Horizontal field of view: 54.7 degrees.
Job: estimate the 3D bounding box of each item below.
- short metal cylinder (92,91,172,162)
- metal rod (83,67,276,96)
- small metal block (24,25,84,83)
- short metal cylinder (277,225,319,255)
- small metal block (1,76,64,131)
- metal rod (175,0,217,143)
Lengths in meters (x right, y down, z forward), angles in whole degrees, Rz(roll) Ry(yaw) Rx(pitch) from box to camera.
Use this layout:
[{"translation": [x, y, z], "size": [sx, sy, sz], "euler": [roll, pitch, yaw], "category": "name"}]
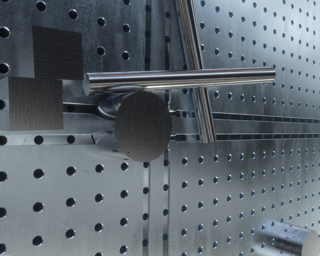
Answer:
[{"translation": [-0.032, -0.002, 0.366], "size": [0.081, 0.050, 0.079], "euler": [0, 90, -40], "category": "short metal cylinder"}, {"translation": [0.047, -0.067, 0.419], "size": [0.303, 0.025, 0.025], "euler": [-8, 96, -31], "category": "metal rod"}, {"translation": [-0.108, -0.073, 0.318], "size": [0.050, 0.025, 0.050], "euler": [-4, 93, -40], "category": "small metal block"}, {"translation": [0.283, 0.242, 0.631], "size": [0.081, 0.050, 0.079], "euler": [0, 90, -40], "category": "short metal cylinder"}, {"translation": [-0.125, -0.023, 0.304], "size": [0.050, 0.025, 0.050], "euler": [-2, 91, -40], "category": "small metal block"}, {"translation": [0.045, -0.125, 0.445], "size": [0.025, 0.025, 0.298], "euler": [-19, 102, -38], "category": "metal rod"}]
